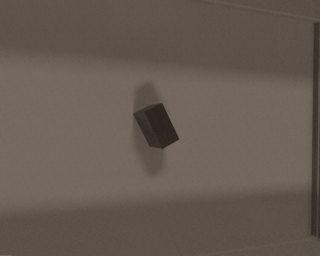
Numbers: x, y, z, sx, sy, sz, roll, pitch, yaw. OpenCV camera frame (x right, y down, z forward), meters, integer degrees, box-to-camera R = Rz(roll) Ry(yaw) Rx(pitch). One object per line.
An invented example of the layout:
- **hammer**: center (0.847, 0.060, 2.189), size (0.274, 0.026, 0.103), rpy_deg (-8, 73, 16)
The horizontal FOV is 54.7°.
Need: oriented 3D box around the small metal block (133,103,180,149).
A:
- **small metal block**: center (-0.006, -0.003, 0.396), size (0.025, 0.050, 0.050), rpy_deg (-29, 100, -18)
